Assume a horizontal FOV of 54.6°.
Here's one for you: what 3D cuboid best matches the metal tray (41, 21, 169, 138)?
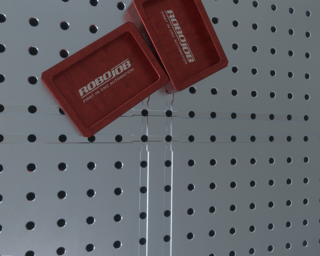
[{"bbox_3d":[-0.066,-0.060,0.385,0.131,0.030,0.090,-37,102,-16],"label":"metal tray"}]

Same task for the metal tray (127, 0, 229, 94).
[{"bbox_3d":[0.026,-0.123,0.418,0.090,0.030,0.130,-30,100,-18],"label":"metal tray"}]
